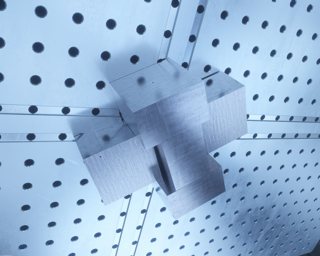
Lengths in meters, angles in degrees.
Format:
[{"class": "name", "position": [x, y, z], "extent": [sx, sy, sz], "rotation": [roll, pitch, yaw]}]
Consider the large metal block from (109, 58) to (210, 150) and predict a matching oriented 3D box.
[{"class": "large metal block", "position": [-0.002, -0.031, 0.354], "extent": [0.080, 0.080, 0.050], "rotation": [-25, 127, -13]}]

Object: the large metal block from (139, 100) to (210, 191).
[{"class": "large metal block", "position": [0.016, 0.017, 0.394], "extent": [0.050, 0.080, 0.080], "rotation": [-26, 128, -12]}]

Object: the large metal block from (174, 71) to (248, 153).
[{"class": "large metal block", "position": [0.068, -0.018, 0.419], "extent": [0.080, 0.050, 0.080], "rotation": [-26, 130, -12]}]

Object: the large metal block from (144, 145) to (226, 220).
[{"class": "large metal block", "position": [0.032, 0.066, 0.433], "extent": [0.080, 0.080, 0.050], "rotation": [-26, 128, -13]}]

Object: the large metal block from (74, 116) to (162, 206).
[{"class": "large metal block", "position": [-0.051, 0.038, 0.391], "extent": [0.080, 0.050, 0.080], "rotation": [-24, 127, -14]}]
